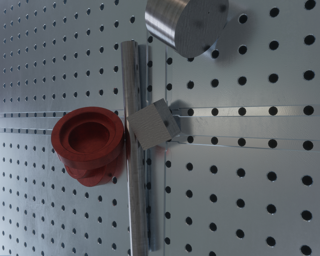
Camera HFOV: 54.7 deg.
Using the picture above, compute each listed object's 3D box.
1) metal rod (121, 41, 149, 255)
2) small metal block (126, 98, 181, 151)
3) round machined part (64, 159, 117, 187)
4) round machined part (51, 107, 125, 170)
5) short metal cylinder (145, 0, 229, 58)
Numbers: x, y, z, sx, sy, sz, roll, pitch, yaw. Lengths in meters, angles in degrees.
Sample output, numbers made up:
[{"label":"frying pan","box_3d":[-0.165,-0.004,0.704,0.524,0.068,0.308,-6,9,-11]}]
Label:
[{"label":"metal rod","box_3d":[-0.036,0.027,0.438,0.025,0.025,0.298,-5,87,40]},{"label":"small metal block","box_3d":[-0.009,-0.004,0.406,0.050,0.025,0.050,-25,94,36]},{"label":"round machined part","box_3d":[-0.118,0.046,0.495,0.098,0.042,0.097,0,90,40]},{"label":"round machined part","box_3d":[-0.099,0.019,0.440,0.098,0.099,0.042,45,152,30]},{"label":"short metal cylinder","box_3d":[0.031,-0.126,0.348,0.050,0.081,0.080,43,116,31]}]
